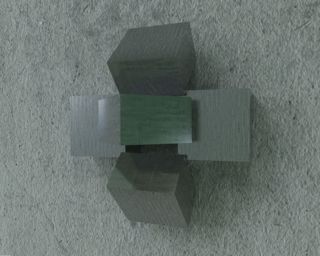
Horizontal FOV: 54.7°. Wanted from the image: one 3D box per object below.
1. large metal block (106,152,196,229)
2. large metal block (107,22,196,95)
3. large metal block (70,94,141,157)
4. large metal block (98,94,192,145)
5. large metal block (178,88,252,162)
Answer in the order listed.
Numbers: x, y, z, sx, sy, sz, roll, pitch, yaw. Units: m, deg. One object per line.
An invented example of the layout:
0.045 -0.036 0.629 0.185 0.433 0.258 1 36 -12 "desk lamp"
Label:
-0.006 0.076 0.376 0.080 0.080 0.050 1 47 20 "large metal block"
-0.006 -0.083 0.376 0.080 0.080 0.050 0 134 20 "large metal block"
-0.073 -0.003 0.421 0.080 0.050 0.079 0 90 19 "large metal block"
-0.020 -0.008 0.352 0.080 0.081 0.050 0 90 64 "large metal block"
0.067 -0.003 0.370 0.080 0.050 0.079 0 90 19 "large metal block"
